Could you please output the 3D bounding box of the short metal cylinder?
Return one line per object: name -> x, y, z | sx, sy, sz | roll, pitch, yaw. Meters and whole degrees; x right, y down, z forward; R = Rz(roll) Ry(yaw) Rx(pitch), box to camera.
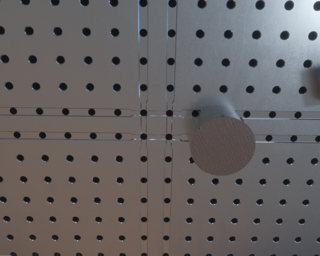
short metal cylinder -> 0.078, 0.015, 0.406 | 0.081, 0.050, 0.079 | 0, 110, 0
